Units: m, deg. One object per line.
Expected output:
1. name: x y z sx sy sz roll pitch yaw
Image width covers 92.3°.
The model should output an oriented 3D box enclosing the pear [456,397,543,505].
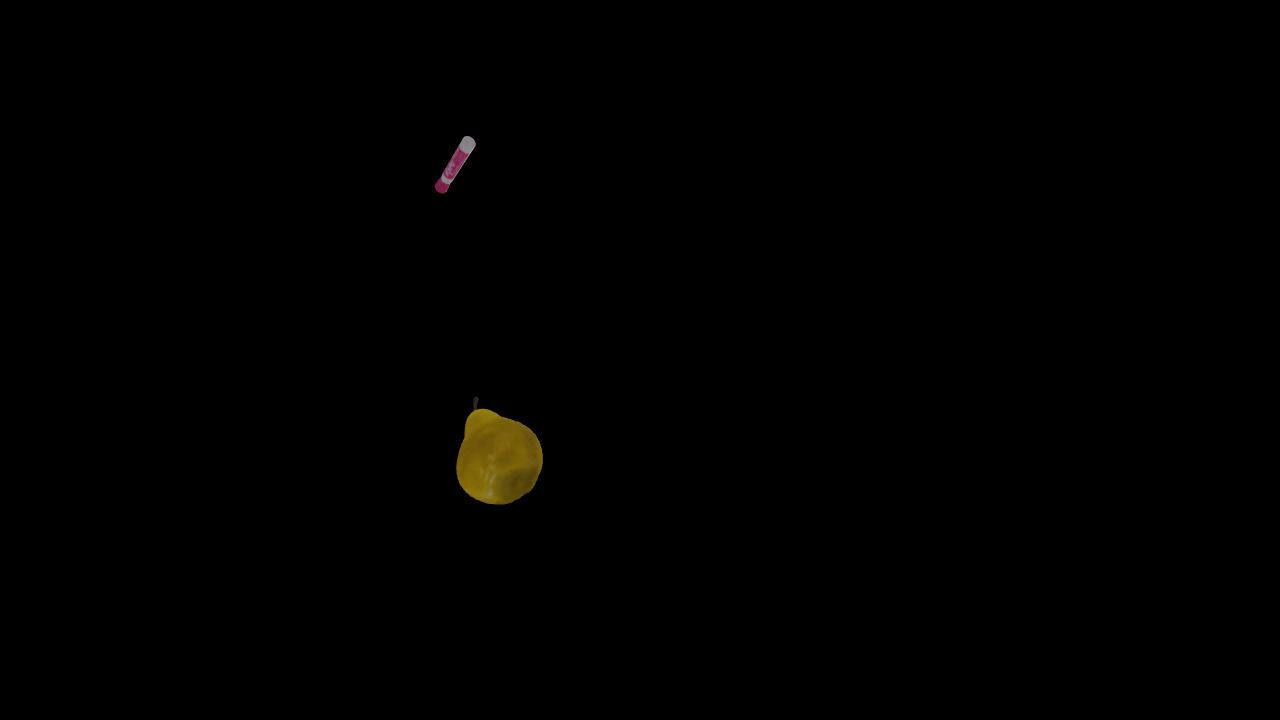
1. pear: -0.140 0.079 0.568 0.080 0.080 0.111 0 28 -43

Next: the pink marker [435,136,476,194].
1. pink marker: -0.270 -0.279 0.890 0.020 0.020 0.121 0 -21 -38
